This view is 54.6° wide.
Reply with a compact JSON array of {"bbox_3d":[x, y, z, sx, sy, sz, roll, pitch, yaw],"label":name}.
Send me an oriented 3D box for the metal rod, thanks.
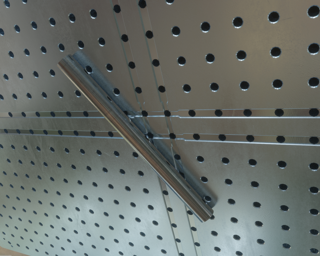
[{"bbox_3d":[-0.031,0.018,0.439,0.300,0.025,0.025,48,129,-6],"label":"metal rod"}]
